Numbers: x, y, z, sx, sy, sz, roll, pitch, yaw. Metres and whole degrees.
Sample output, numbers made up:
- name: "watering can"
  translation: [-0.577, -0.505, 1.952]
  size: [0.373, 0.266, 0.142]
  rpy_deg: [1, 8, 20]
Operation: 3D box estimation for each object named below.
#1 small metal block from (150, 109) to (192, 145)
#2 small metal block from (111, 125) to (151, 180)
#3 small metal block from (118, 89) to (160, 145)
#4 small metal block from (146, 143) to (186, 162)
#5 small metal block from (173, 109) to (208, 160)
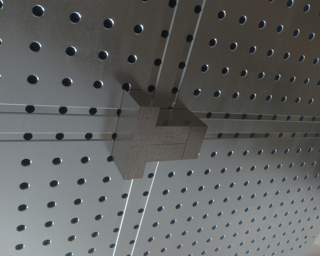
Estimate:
- name: "small metal block"
  translation: [0.004, -0.003, 0.396]
  size: [0.050, 0.050, 0.025]
  rpy_deg: [0, 119, -29]
- name: "small metal block"
  translation: [-0.038, 0.030, 0.393]
  size: [0.025, 0.050, 0.050]
  rpy_deg: [0, 119, -29]
- name: "small metal block"
  translation: [-0.027, -0.014, 0.372]
  size: [0.025, 0.050, 0.050]
  rpy_deg: [0, 119, -29]
- name: "small metal block"
  translation: [-0.002, 0.019, 0.406]
  size: [0.050, 0.050, 0.025]
  rpy_deg: [0, 119, -29]
- name: "small metal block"
  translation: [0.034, 0.008, 0.419]
  size: [0.025, 0.050, 0.050]
  rpy_deg: [0, 119, -29]
